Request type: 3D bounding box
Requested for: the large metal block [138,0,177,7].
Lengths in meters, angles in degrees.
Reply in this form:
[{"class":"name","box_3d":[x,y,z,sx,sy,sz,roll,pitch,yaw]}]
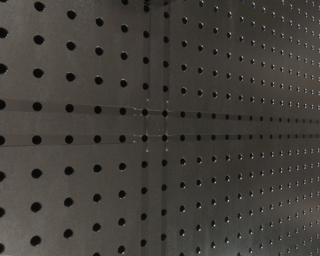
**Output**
[{"class":"large metal block","box_3d":[-0.014,-0.206,0.383,0.081,0.050,0.079,0,90,-40]}]
